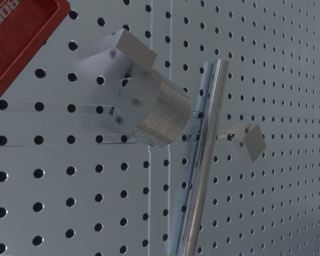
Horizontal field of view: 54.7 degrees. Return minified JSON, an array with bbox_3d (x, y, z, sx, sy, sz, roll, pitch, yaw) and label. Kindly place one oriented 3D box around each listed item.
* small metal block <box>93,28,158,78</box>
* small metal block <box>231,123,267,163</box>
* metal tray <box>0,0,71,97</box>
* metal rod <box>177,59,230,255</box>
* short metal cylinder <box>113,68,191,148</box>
[{"bbox_3d":[-0.041,-0.084,0.359,0.050,0.050,0.025,32,70,-35],"label":"small metal block"},{"bbox_3d":[0.155,0.026,0.539,0.050,0.025,0.050,-39,114,-33],"label":"small metal block"},{"bbox_3d":[-0.154,-0.095,0.276,0.090,0.030,0.130,42,64,-32],"label":"metal tray"},{"bbox_3d":[0.067,0.040,0.464,0.025,0.025,0.299,20,77,-38],"label":"metal rod"},{"bbox_3d":[-0.010,-0.022,0.365,0.050,0.080,0.080,30,71,-36],"label":"short metal cylinder"}]
